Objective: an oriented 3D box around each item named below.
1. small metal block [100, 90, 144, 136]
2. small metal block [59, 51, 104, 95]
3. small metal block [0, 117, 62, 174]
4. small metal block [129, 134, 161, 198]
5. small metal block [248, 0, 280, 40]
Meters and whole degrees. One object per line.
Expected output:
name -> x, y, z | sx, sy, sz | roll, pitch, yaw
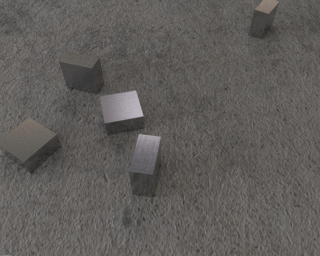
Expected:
small metal block -> -0.052, -0.021, 0.420 | 0.050, 0.025, 0.050 | -11, 51, -9
small metal block -> -0.113, -0.080, 0.453 | 0.050, 0.050, 0.025 | 13, 52, 11
small metal block -> -0.162, 0.021, 0.385 | 0.050, 0.025, 0.050 | 28, 55, 21
small metal block -> -0.015, 0.043, 0.350 | 0.025, 0.050, 0.050 | 7, 50, 6
small metal block -> 0.185, -0.195, 0.552 | 0.025, 0.050, 0.050 | 27, 55, 21
